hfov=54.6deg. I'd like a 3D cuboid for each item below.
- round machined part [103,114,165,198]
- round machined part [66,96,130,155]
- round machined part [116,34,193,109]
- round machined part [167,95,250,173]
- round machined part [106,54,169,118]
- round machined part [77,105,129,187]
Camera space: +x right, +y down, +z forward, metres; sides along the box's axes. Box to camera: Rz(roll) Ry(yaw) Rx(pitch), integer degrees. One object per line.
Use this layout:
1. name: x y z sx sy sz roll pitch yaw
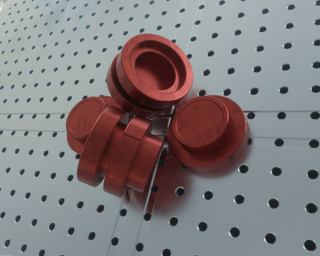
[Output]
1. round machined part: -0.026 0.037 0.365 0.042 0.098 0.098 23 71 3
2. round machined part: -0.097 -0.007 0.453 0.098 0.042 0.098 -13 56 21
3. round machined part: -0.010 -0.069 0.401 0.042 0.099 0.098 -41 35 56
4. round machined part: 0.053 0.001 0.370 0.098 0.042 0.098 -13 56 21
5. round machined part: -0.026 -0.058 0.426 0.042 0.099 0.098 -41 35 56
6. round machined part: -0.056 0.026 0.370 0.042 0.098 0.098 22 71 3
